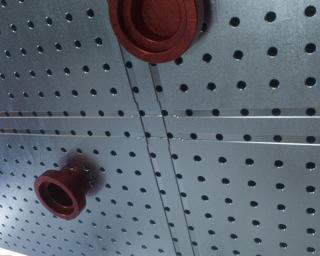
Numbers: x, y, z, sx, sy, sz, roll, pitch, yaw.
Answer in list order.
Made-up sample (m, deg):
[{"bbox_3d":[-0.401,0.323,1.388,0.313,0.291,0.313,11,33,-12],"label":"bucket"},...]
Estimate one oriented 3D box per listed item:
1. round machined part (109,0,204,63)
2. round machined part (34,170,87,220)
[{"bbox_3d":[-0.001,-0.121,0.325,0.098,0.042,0.097,13,124,20],"label":"round machined part"},{"bbox_3d":[-0.174,0.115,0.560,0.098,0.042,0.097,13,124,20],"label":"round machined part"}]
